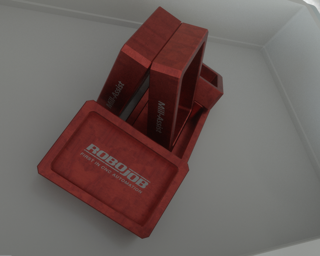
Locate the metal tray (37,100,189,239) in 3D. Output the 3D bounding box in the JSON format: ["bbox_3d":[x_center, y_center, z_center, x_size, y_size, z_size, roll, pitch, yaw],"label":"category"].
[{"bbox_3d":[-0.046,0.043,0.328,0.130,0.030,0.090,35,75,-6],"label":"metal tray"}]

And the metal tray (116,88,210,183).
[{"bbox_3d":[0.005,-0.003,0.406,0.090,0.030,0.130,34,51,-6],"label":"metal tray"}]

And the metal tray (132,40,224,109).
[{"bbox_3d":[0.030,-0.088,0.450,0.130,0.030,0.090,34,26,-6],"label":"metal tray"}]

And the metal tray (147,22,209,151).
[{"bbox_3d":[0.018,-0.041,0.357,0.030,0.129,0.090,20,50,12],"label":"metal tray"}]

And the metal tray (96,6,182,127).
[{"bbox_3d":[-0.031,-0.065,0.359,0.030,0.129,0.090,34,51,-5],"label":"metal tray"}]
